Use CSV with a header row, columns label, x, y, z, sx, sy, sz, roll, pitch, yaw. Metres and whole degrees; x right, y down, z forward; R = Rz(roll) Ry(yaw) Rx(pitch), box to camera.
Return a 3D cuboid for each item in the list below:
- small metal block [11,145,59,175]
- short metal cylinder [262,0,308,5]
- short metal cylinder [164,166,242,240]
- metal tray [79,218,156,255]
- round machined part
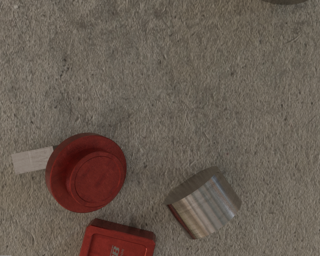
label,x,y,z,sx,sy,sz,roll,pitch,yaw
small metal block,-0.151,0.039,0.396,0.050,0.050,0.025,-11,90,0
short metal cylinder,0.155,-0.195,0.384,0.080,0.080,0.050,15,90,0
short metal cylinder,0.052,0.091,0.383,0.080,0.080,0.050,-34,90,0
metal tray,-0.064,0.195,0.407,0.090,0.030,0.129,14,90,0
round machined part,-0.083,0.057,0.377,0.099,0.042,0.097,-8,103,-34
